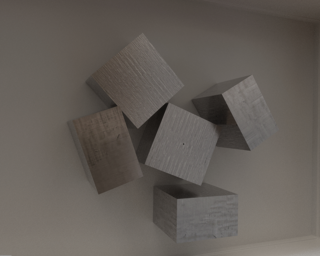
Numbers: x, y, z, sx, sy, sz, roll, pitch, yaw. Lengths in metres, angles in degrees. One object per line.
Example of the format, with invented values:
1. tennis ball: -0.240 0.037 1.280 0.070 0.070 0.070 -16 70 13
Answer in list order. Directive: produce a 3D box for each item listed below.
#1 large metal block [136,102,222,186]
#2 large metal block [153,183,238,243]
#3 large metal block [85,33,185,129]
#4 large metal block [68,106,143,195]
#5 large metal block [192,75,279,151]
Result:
1. large metal block: 0.022 0.021 0.405 0.080 0.050 0.080 24 82 -19
2. large metal block: 0.043 0.104 0.398 0.081 0.080 0.050 1 90 -20
3. large metal block: -0.032 -0.055 0.384 0.080 0.050 0.080 -44 104 -15
4. large metal block: -0.066 0.022 0.356 0.050 0.080 0.080 -20 97 -19
5. large metal block: 0.099 -0.019 0.417 0.050 0.080 0.080 -33 101 -17
